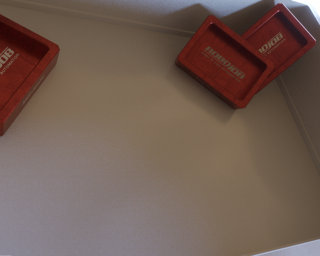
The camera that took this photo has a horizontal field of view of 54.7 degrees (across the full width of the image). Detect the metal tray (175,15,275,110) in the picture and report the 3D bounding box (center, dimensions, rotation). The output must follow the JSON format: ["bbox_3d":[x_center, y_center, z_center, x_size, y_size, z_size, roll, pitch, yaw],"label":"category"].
[{"bbox_3d":[0.101,-0.101,0.488,0.130,0.030,0.090,37,86,-4],"label":"metal tray"}]

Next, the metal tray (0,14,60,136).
[{"bbox_3d":[-0.183,-0.064,0.342,0.090,0.030,0.130,28,52,-11],"label":"metal tray"}]

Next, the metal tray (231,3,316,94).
[{"bbox_3d":[0.176,-0.129,0.517,0.090,0.130,0.030,50,7,1],"label":"metal tray"}]
